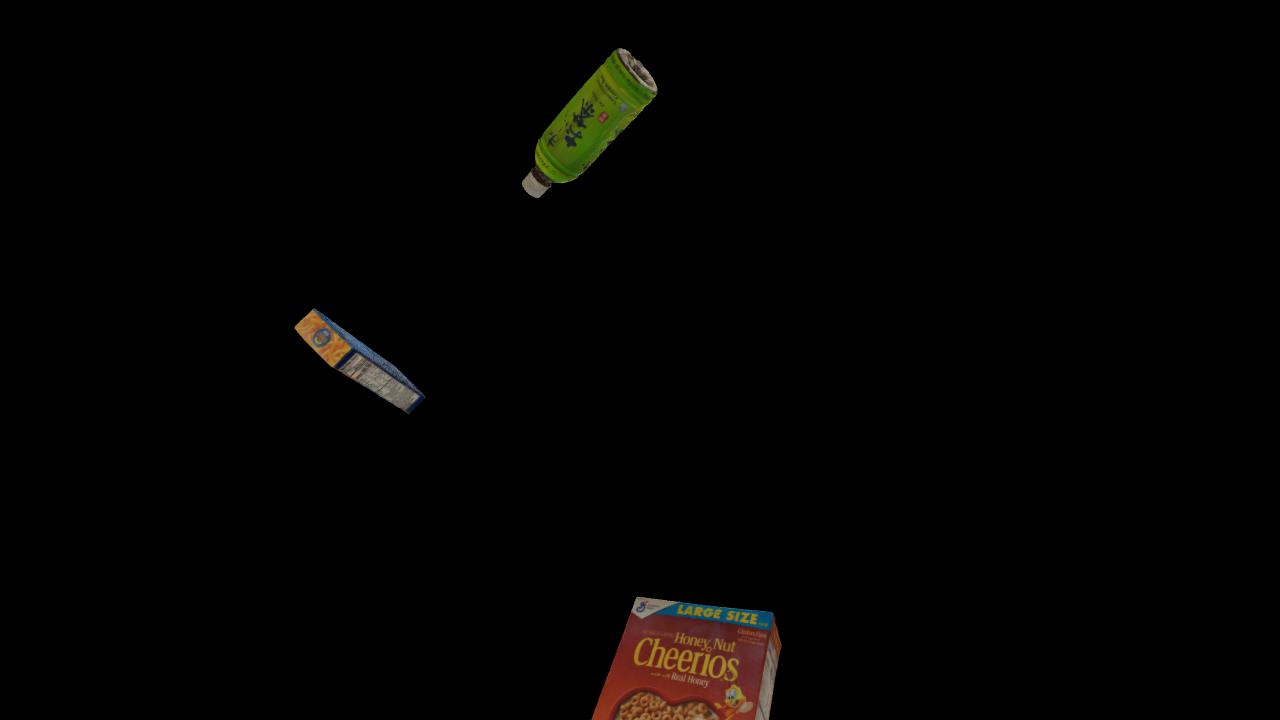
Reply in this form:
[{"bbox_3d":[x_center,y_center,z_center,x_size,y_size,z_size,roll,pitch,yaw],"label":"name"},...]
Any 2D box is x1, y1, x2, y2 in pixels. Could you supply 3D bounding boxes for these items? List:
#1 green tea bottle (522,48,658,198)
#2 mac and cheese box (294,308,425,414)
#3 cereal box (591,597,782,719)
[{"bbox_3d":[-0.073,-0.284,0.769,0.212,0.073,0.073,-37,-22,31],"label":"green tea bottle"},{"bbox_3d":[-0.375,0.007,0.840,0.093,0.041,0.184,39,-11,23],"label":"mac and cheese box"},{"bbox_3d":[0.046,0.446,0.748,0.203,0.081,0.306,-3,35,25],"label":"cereal box"}]
